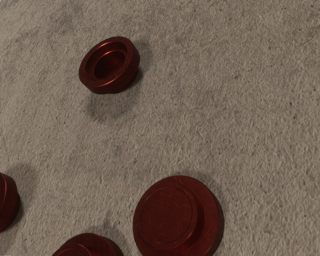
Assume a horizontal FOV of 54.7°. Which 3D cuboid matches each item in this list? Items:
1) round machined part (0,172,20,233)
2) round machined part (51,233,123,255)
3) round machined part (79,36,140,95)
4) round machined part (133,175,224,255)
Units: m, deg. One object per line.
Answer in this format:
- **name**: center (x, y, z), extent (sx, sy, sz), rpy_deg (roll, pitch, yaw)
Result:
- **round machined part**: center (-0.245, 0.115, 0.448), extent (0.098, 0.042, 0.098), rpy_deg (-13, 56, 20)
- **round machined part**: center (-0.089, 0.164, 0.337), extent (0.098, 0.042, 0.098), rpy_deg (-13, 56, 20)
- **round machined part**: center (-0.074, -0.093, 0.487), extent (0.098, 0.042, 0.098), rpy_deg (-13, 56, 20)
- **round machined part**: center (0.014, 0.096, 0.326), extent (0.098, 0.042, 0.098), rpy_deg (-13, 56, 20)
